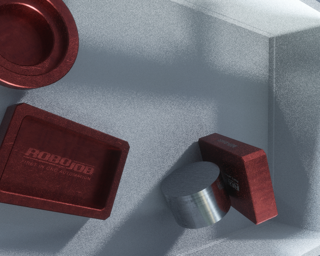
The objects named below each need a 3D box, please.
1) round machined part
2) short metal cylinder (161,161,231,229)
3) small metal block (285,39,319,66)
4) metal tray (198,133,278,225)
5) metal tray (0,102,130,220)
[{"bbox_3d":[-0.130,-0.084,0.287,0.099,0.042,0.097,0,90,-40],"label":"round machined part"},{"bbox_3d":[0.048,0.087,0.414,0.081,0.080,0.050,-35,112,-35],"label":"short metal cylinder"},{"bbox_3d":[0.299,-0.156,0.648,0.050,0.050,0.025,30,71,-36],"label":"small metal block"},{"bbox_3d":[0.101,0.062,0.425,0.030,0.130,0.089,-19,103,-14],"label":"metal tray"},{"bbox_3d":[-0.101,0.038,0.319,0.131,0.030,0.090,24,75,-38],"label":"metal tray"}]
